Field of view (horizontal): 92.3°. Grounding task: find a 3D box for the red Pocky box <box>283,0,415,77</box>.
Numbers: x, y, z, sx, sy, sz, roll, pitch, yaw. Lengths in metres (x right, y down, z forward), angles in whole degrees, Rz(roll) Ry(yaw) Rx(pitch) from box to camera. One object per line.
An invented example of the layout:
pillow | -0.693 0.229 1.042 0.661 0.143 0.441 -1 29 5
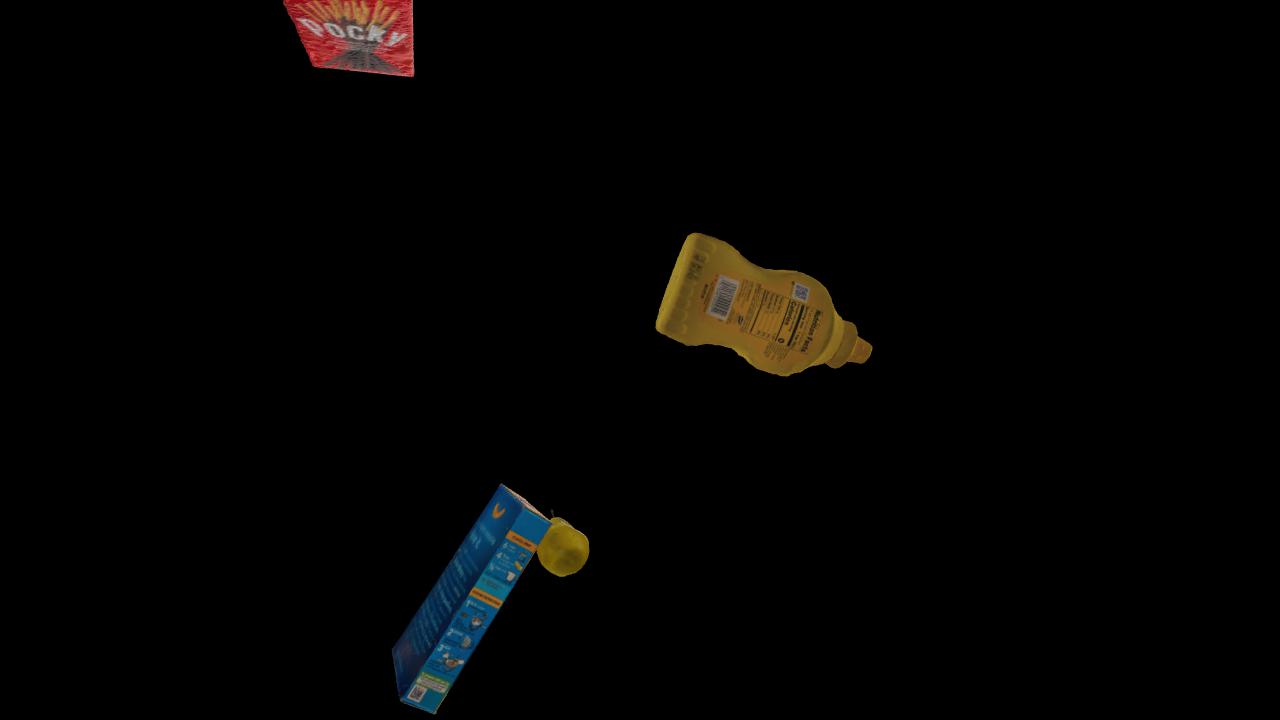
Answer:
red Pocky box | -0.213 -0.254 0.460 0.083 0.028 0.155 -2 6 -19

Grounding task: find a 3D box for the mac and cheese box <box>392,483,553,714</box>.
mac and cheese box | -0.158 0.213 0.572 0.041 0.184 0.093 38 -13 -22

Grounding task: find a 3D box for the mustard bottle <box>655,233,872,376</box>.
mustard bottle | 0.112 -0.035 0.521 0.184 0.092 0.054 19 -2 -7

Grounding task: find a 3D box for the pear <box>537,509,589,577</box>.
pear | -0.120 0.274 0.935 0.080 0.080 0.111 0 20 -14
